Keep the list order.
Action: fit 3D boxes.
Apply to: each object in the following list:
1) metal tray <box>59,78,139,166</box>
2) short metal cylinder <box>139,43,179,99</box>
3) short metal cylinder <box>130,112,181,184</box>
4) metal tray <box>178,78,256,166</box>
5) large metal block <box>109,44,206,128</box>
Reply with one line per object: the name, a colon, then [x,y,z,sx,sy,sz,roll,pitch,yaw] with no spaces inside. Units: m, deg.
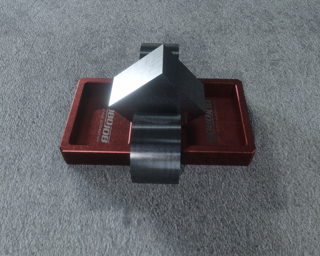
metal tray: [-0.071,-0.013,0.412,0.091,0.030,0.130,1,50,1]
short metal cylinder: [0.000,-0.077,0.434,0.050,0.080,0.080,2,50,1]
short metal cylinder: [-0.004,0.023,0.350,0.050,0.080,0.080,2,50,1]
metal tray: [0.069,-0.012,0.413,0.091,0.030,0.130,1,50,1]
large metal block: [-0.002,-0.040,0.376,0.080,0.080,0.050,-27,43,31]
